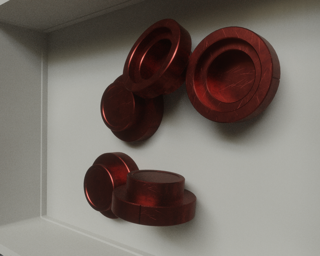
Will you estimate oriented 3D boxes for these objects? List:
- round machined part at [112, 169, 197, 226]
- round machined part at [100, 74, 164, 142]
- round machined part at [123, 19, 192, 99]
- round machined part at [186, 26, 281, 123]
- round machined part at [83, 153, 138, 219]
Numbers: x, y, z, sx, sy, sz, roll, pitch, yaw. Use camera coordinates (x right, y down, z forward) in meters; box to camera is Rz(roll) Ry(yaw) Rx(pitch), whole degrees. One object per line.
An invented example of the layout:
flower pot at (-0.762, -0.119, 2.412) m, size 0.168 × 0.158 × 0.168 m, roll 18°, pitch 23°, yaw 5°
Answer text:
round machined part at (-0.006, 0.076, 0.364) m, size 0.098 × 0.099 × 0.042 m, roll 8°, pitch 95°, yaw 40°
round machined part at (-0.046, -0.029, 0.434) m, size 0.098 × 0.042 × 0.097 m, roll 0°, pitch 90°, yaw 40°
round machined part at (0.002, -0.080, 0.380) m, size 0.098 × 0.042 × 0.098 m, roll -27°, pitch 49°, yaw 37°
round machined part at (0.079, -0.054, 0.330) m, size 0.098 × 0.042 × 0.097 m, roll 0°, pitch 90°, yaw 40°
round machined part at (-0.076, 0.086, 0.458) m, size 0.098 × 0.042 × 0.097 m, roll 0°, pitch 90°, yaw 40°
